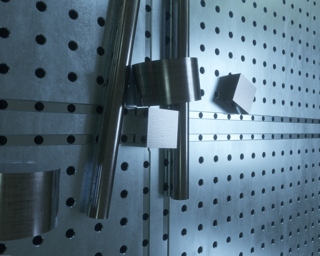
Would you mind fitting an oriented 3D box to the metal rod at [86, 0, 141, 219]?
[{"bbox_3d":[-0.051,-0.047,0.366,0.025,0.025,0.298,13,82,-39],"label":"metal rod"}]

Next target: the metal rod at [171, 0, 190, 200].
[{"bbox_3d":[0.028,-0.051,0.432,0.025,0.025,0.298,0,90,-40],"label":"metal rod"}]

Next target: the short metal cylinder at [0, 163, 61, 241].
[{"bbox_3d":[-0.129,0.059,0.265,0.081,0.080,0.050,4,88,-40],"label":"short metal cylinder"}]

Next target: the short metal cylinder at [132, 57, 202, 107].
[{"bbox_3d":[0.008,-0.056,0.380,0.081,0.080,0.050,-12,99,-39],"label":"short metal cylinder"}]

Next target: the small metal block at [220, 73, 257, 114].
[{"bbox_3d":[0.133,-0.056,0.520,0.050,0.025,0.050,32,70,-36],"label":"small metal block"}]

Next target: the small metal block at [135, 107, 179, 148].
[{"bbox_3d":[-0.004,0.001,0.406,0.050,0.025,0.050,5,87,-40],"label":"small metal block"}]
